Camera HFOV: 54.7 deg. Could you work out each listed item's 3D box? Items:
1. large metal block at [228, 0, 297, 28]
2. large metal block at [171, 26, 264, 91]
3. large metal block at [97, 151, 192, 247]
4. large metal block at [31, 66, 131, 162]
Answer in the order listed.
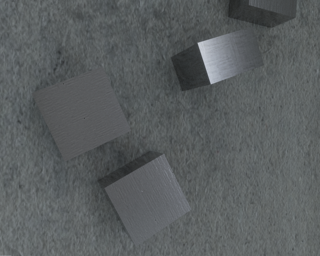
[{"bbox_3d":[0.151,-0.201,0.453,0.081,0.050,0.080,5,88,-20],"label":"large metal block"},{"bbox_3d":[0.073,-0.088,0.408,0.081,0.080,0.050,-21,98,-19],"label":"large metal block"},{"bbox_3d":[-0.020,0.084,0.389,0.081,0.050,0.080,-29,100,-18],"label":"large metal block"},{"bbox_3d":[-0.092,-0.017,0.362,0.081,0.050,0.080,-26,99,-19],"label":"large metal block"}]
